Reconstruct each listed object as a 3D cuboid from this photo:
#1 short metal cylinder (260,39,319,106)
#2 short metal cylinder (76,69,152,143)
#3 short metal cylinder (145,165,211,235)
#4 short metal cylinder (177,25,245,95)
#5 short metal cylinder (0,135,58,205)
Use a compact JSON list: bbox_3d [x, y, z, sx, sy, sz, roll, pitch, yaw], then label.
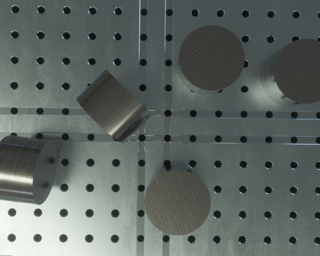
[{"bbox_3d":[0.179,-0.070,0.403,0.081,0.050,0.079,0,90,-1],"label":"short metal cylinder"},{"bbox_3d":[-0.056,-0.026,0.385,0.080,0.080,0.050,45,90,-1],"label":"short metal cylinder"},{"bbox_3d":[0.022,0.091,0.401,0.081,0.050,0.079,0,90,-1],"label":"short metal cylinder"},{"bbox_3d":[0.063,-0.086,0.402,0.081,0.050,0.079,0,90,-1],"label":"short metal cylinder"},{"bbox_3d":[-0.166,0.052,0.384,0.050,0.080,0.080,7,90,0],"label":"short metal cylinder"}]
